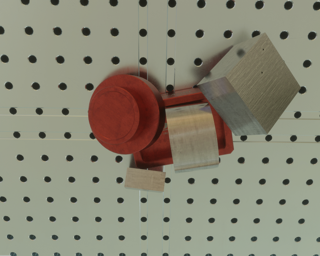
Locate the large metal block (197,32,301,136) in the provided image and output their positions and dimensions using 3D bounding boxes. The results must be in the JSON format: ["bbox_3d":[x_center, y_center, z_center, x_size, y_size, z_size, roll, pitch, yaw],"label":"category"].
[{"bbox_3d":[0.104,-0.048,0.358,0.080,0.050,0.080,-47,108,-23],"label":"large metal block"}]

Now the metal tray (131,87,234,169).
[{"bbox_3d":[0.025,-0.001,0.408,0.131,0.030,0.089,-11,110,3],"label":"metal tray"}]

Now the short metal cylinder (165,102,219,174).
[{"bbox_3d":[0.037,0.011,0.371,0.050,0.080,0.079,-9,110,2],"label":"short metal cylinder"}]

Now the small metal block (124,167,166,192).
[{"bbox_3d":[-0.020,0.072,0.420,0.050,0.050,0.025,8,76,-2],"label":"small metal block"}]

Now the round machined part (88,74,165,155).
[{"bbox_3d":[-0.047,-0.016,0.374,0.098,0.042,0.097,2,96,22],"label":"round machined part"}]
